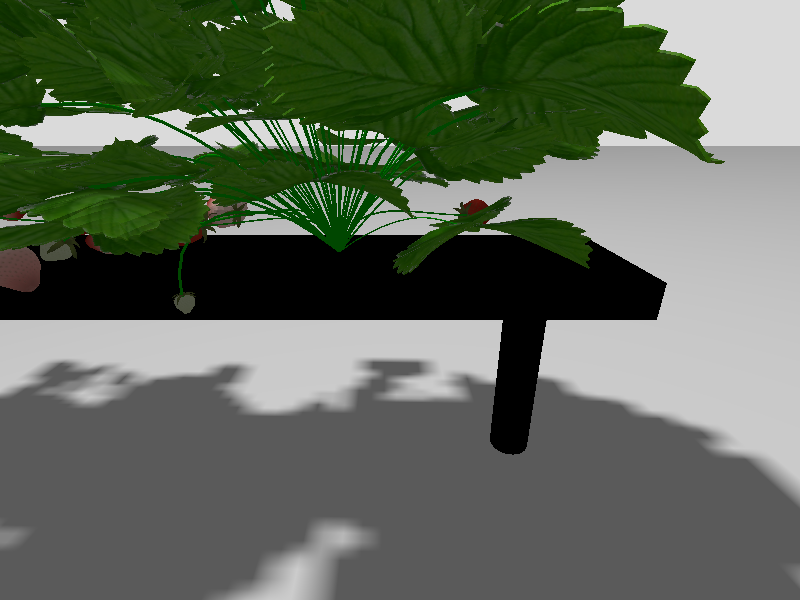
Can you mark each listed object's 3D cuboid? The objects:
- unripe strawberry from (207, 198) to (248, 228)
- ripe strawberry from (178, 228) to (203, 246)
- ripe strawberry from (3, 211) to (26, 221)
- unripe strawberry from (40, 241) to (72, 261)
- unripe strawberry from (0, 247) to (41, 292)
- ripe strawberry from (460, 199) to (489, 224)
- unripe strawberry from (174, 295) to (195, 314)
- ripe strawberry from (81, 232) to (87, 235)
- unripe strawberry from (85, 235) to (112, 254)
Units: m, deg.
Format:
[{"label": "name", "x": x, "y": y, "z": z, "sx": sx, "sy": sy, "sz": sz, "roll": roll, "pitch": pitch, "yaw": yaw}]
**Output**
[{"label": "unripe strawberry", "x": -0.194, "y": -0.101, "z": 0.445, "sx": 0.045, "sy": 0.038, "sz": 0.045, "roll": 15, "pitch": 27, "yaw": 33}, {"label": "ripe strawberry", "x": -0.206, "y": -0.072, "z": 0.376, "sx": 0.045, "sy": 0.038, "sz": 0.044, "roll": 3, "pitch": 23, "yaw": 9}, {"label": "ripe strawberry", "x": -0.474, "y": -0.114, "z": 0.490, "sx": 0.031, "sy": 0.033, "sz": 0.034, "roll": 5, "pitch": 23, "yaw": 11}, {"label": "unripe strawberry", "x": -0.283, "y": -0.042, "z": 0.329, "sx": 0.022, "sy": 0.022, "sz": 0.024, "roll": -34, "pitch": 23, "yaw": 6}, {"label": "unripe strawberry", "x": -0.261, "y": -0.020, "z": 0.271, "sx": 0.032, "sy": 0.033, "sz": 0.030, "roll": -38, "pitch": 4, "yaw": 30}, {"label": "ripe strawberry", "x": 0.086, "y": -0.098, "z": 0.449, "sx": 0.036, "sy": 0.031, "sz": 0.036, "roll": -15, "pitch": 27, "yaw": -33}, {"label": "unripe strawberry", "x": -0.125, "y": 0.002, "z": 0.233, "sx": 0.011, "sy": 0.011, "sz": 0.011, "roll": 11, "pitch": 25, "yaw": 25}, {"label": "ripe strawberry", "x": -0.329, "y": -0.082, "z": 0.415, "sx": 0.032, "sy": 0.028, "sz": 0.032, "roll": -7, "pitch": 24, "yaw": -19}, {"label": "unripe strawberry", "x": -0.257, "y": -0.053, "z": 0.349, "sx": 0.026, "sy": 0.026, "sz": 0.029, "roll": -1, "pitch": 23, "yaw": -2}]
